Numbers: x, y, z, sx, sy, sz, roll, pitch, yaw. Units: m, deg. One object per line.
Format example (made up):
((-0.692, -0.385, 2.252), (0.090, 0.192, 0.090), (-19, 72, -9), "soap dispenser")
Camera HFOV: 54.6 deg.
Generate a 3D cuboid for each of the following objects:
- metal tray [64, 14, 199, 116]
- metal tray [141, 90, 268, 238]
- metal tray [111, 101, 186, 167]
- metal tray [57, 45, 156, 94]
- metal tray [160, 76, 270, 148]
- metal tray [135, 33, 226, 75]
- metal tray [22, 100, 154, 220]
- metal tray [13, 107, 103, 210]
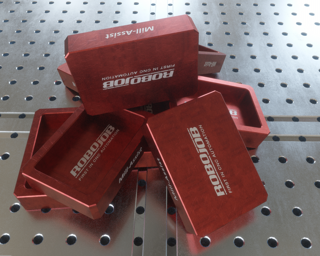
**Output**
((-0.026, -0.065, 0.336), (0.131, 0.090, 0.030), (-12, 51, -4), "metal tray")
((0.047, 0.036, 0.331), (0.091, 0.030, 0.130), (-23, 87, -18), "metal tray")
((-0.017, -0.010, 0.412), (0.091, 0.030, 0.130), (-2, 48, -4), "metal tray")
((-0.077, -0.080, 0.450), (0.090, 0.030, 0.130), (-38, 44, -27), "metal tray")
((0.068, -0.025, 0.402), (0.131, 0.030, 0.090), (8, 48, -16), "metal tray")
((0.033, -0.109, 0.452), (0.090, 0.030, 0.131), (27, 22, 21), "metal tray")
((-0.072, 0.024, 0.345), (0.090, 0.030, 0.130), (21, 53, 17), "metal tray")
((-0.114, 0.031, 0.378), (0.091, 0.030, 0.130), (-3, 49, -3), "metal tray")
